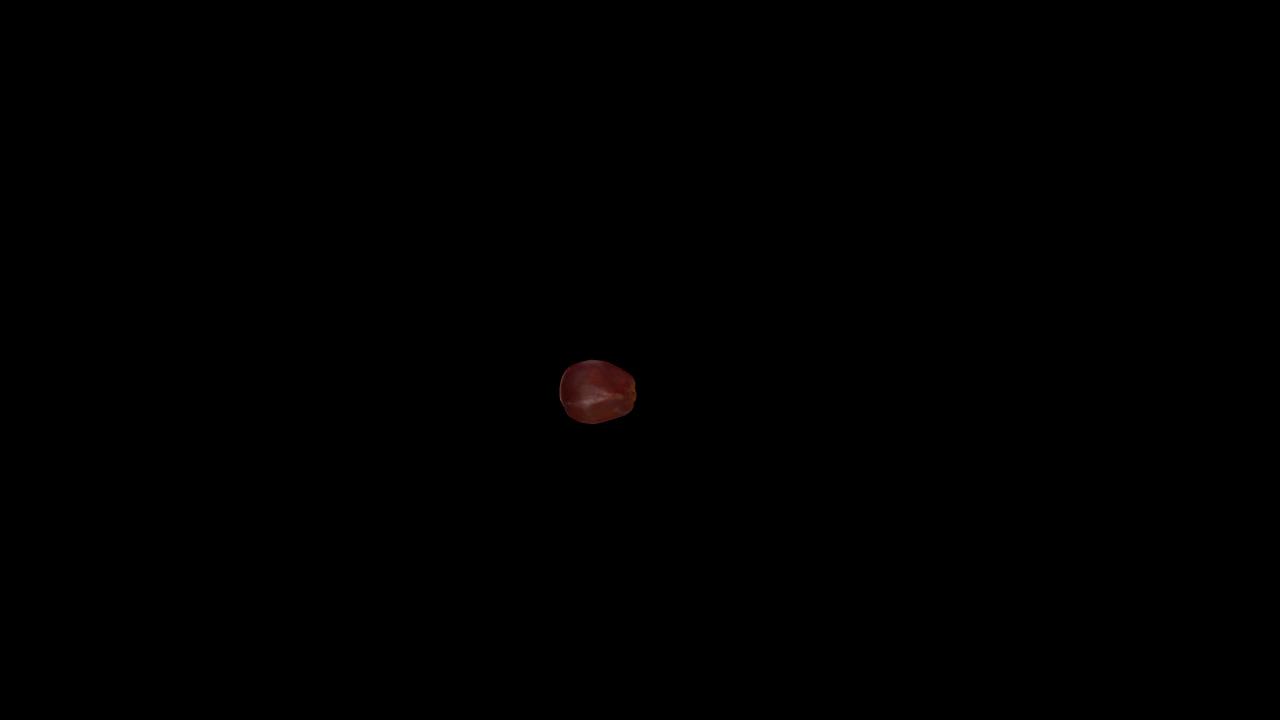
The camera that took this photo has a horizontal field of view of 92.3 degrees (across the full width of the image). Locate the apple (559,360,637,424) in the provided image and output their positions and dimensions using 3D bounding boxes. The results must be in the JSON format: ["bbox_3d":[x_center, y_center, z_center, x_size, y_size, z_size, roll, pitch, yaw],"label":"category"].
[{"bbox_3d":[-0.052,0.037,0.737,0.093,0.079,0.079,-1,0,12],"label":"apple"}]
